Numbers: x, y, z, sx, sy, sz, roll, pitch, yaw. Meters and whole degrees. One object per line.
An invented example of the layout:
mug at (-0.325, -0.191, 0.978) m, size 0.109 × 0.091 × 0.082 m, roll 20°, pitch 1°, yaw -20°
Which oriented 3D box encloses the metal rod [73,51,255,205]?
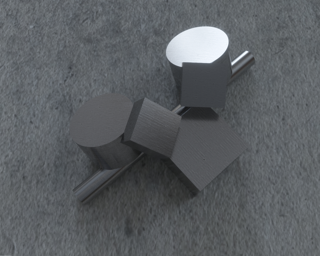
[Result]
metal rod at (0.015, -0.008, 0.412) m, size 0.301 × 0.025 × 0.025 m, roll -39°, pitch 75°, yaw -14°

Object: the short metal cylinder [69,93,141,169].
short metal cylinder at (-0.062, 0.004, 0.379) m, size 0.080 × 0.050 × 0.080 m, roll -9°, pitch 51°, yaw 12°

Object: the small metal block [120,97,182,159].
small metal block at (-0.009, 0.001, 0.343) m, size 0.050 × 0.025 × 0.050 m, roll 26°, pitch 69°, yaw -25°

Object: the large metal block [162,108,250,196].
large metal block at (0.048, 0.026, 0.385) m, size 0.080 × 0.050 × 0.080 m, roll -40°, pitch 75°, yaw -13°

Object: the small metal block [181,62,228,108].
small metal block at (0.050, -0.051, 0.362) m, size 0.050 × 0.025 × 0.050 m, roll 2°, pitch 101°, yaw 0°

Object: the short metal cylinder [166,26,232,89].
short metal cylinder at (0.053, -0.090, 0.414) m, size 0.080 × 0.050 × 0.080 m, roll -9°, pitch 51°, yaw 12°
